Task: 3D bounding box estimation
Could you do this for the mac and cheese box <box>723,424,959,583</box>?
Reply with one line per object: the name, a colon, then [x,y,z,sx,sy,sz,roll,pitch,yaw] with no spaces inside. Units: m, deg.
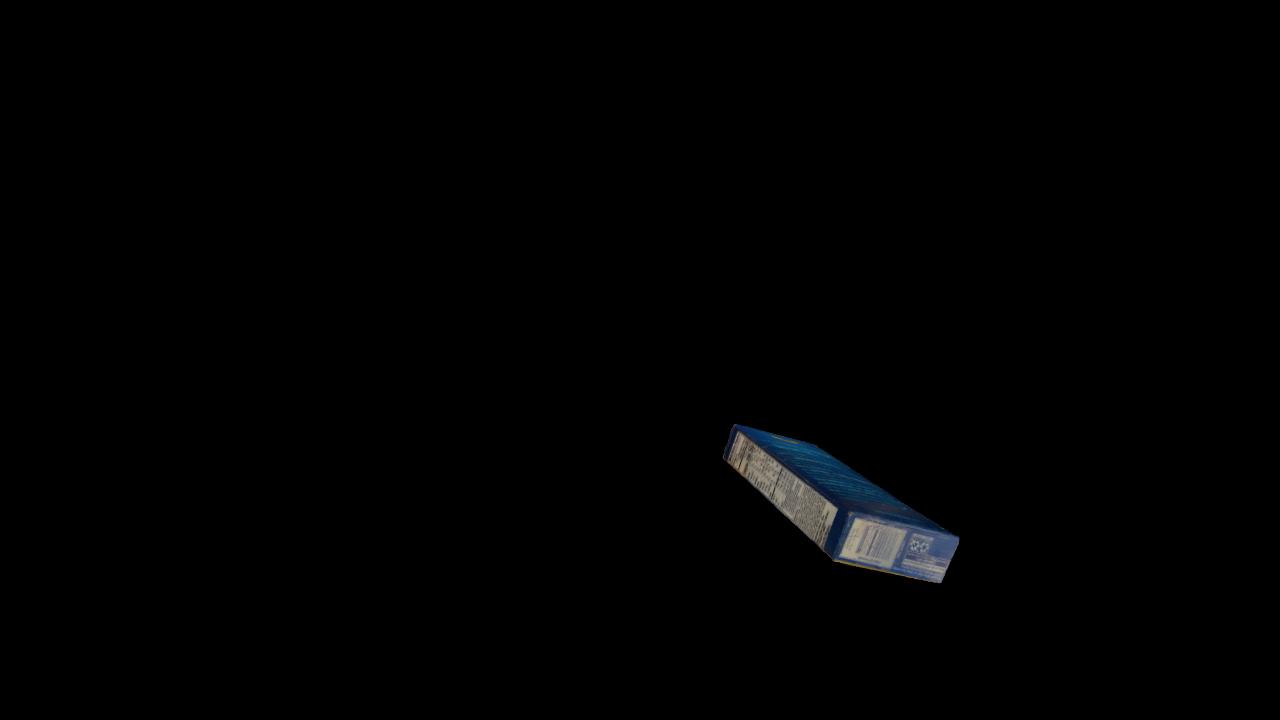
mac and cheese box: [0.145,0.104,0.486,0.093,0.041,0.184,15,7,-17]
